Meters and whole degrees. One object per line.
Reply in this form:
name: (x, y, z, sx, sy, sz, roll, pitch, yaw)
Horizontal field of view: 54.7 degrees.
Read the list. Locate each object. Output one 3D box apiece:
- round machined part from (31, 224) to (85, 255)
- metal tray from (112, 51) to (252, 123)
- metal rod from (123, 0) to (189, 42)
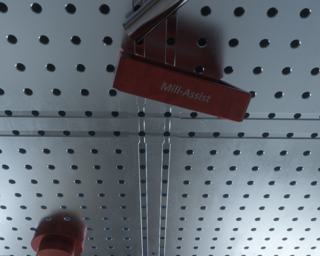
round machined part: (-0.197, 0.229, 0.593, 0.099, 0.042, 0.097, 0, 130, 0)
metal tray: (0.018, -0.046, 0.327, 0.131, 0.090, 0.030, 14, 105, -12)
metal rod: (0.084, -0.175, 0.264, 0.299, 0.025, 0.025, -33, 123, 24)
